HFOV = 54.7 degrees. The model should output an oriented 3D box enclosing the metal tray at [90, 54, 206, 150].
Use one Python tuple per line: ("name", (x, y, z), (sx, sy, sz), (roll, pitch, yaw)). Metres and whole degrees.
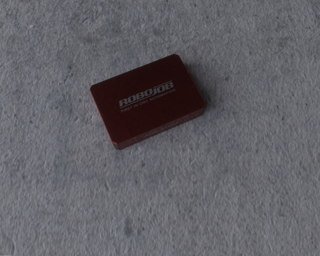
("metal tray", (-0.017, -0.037, 0.419), (0.131, 0.030, 0.090), (-23, 72, -9))
